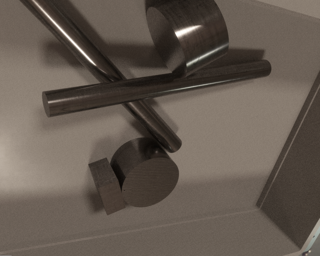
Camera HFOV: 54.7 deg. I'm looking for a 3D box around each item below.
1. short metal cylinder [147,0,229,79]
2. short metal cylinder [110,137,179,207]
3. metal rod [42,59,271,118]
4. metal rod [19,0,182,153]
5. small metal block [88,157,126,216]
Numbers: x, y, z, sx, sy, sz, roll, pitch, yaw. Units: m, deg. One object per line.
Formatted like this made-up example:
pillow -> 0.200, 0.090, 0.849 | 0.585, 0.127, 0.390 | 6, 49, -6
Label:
short metal cylinder -> 0.028, -0.100, 0.328 | 0.050, 0.080, 0.080 | -30, 129, -10
short metal cylinder -> -0.022, 0.060, 0.419 | 0.081, 0.050, 0.079 | -14, 124, -21
metal rod -> 0.021, -0.053, 0.365 | 0.303, 0.025, 0.025 | -14, 125, -30
metal rod -> -0.058, -0.060, 0.340 | 0.025, 0.025, 0.300 | -42, 130, 1
small metal block -> -0.069, 0.075, 0.403 | 0.025, 0.050, 0.050 | -20, 127, -16
